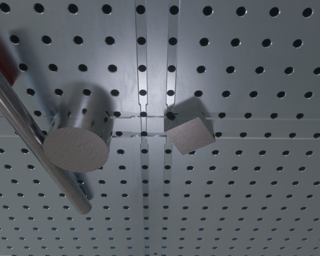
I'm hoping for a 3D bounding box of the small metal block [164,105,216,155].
[{"bbox_3d":[0.040,0.004,0.415,0.050,0.025,0.050,-25,126,19],"label":"small metal block"}]

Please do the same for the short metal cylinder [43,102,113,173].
[{"bbox_3d":[-0.104,0.013,0.405,0.081,0.050,0.079,0,130,0],"label":"short metal cylinder"}]

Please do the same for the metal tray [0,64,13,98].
[{"bbox_3d":[-0.252,-0.062,0.352,0.131,0.030,0.090,-11,130,9],"label":"metal tray"}]

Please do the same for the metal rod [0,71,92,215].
[{"bbox_3d":[-0.154,0.036,0.418,0.025,0.025,0.299,-8,137,6],"label":"metal rod"}]
